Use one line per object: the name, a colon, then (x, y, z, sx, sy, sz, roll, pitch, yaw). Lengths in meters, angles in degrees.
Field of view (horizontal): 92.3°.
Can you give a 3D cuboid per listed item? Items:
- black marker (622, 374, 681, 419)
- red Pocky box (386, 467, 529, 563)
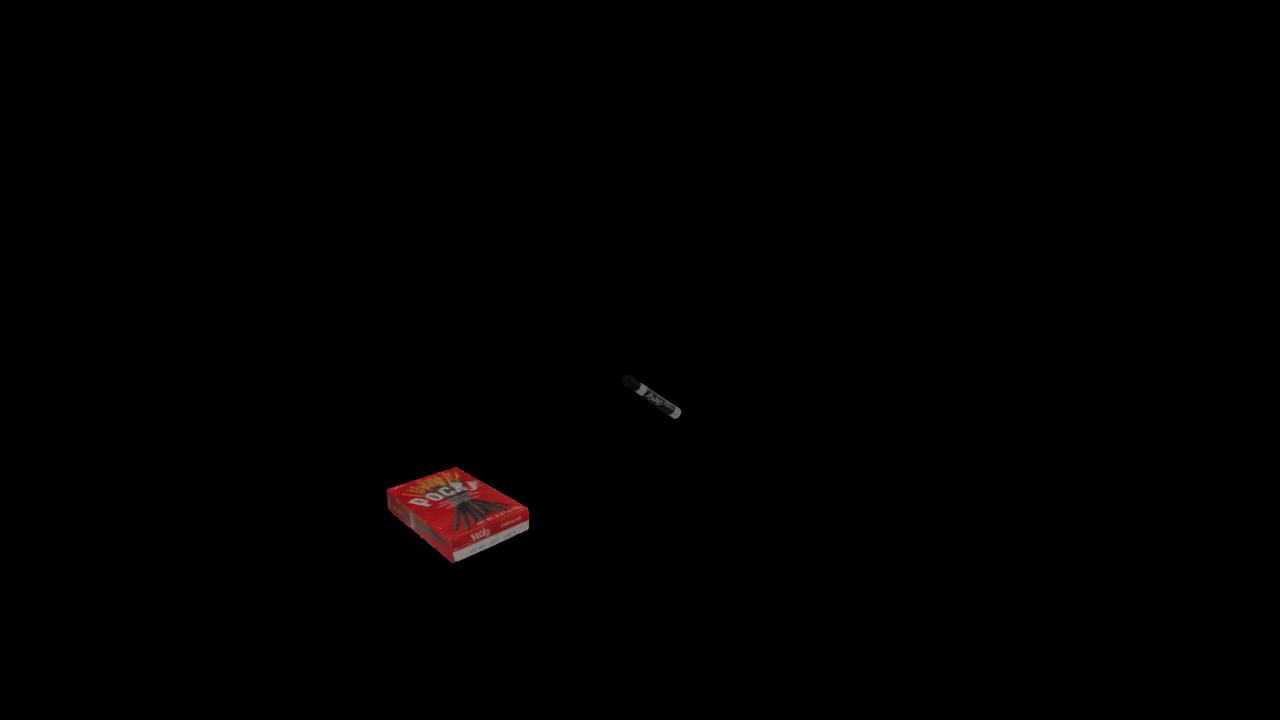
black marker: (0.017, 0.056, 0.938, 0.121, 0.020, 0.020, 36, -22, -33)
red Pocky box: (-0.188, 0.150, 0.621, 0.083, 0.028, 0.155, -16, 19, -40)
